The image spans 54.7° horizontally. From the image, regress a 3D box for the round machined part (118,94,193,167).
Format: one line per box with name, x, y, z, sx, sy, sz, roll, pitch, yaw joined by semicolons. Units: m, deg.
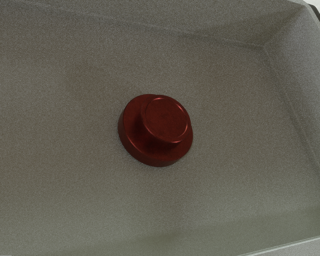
round machined part;0.000;-0.003;0.394;0.099;0.042;0.098;14;56;-21
